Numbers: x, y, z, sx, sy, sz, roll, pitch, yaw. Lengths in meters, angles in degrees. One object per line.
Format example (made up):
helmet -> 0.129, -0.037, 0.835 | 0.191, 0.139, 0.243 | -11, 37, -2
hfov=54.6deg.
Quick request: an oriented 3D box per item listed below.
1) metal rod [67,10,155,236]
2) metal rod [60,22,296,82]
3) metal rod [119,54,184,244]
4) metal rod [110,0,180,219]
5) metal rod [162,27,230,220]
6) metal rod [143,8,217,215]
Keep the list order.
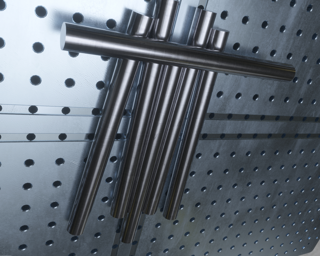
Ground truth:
metal rod -> -0.067, 0.011, 0.379 | 0.025, 0.025, 0.298 | 7, 115, -32
metal rod -> 0.044, -0.079, 0.353 | 0.302, 0.025, 0.025 | 2, 118, -29
metal rod -> -0.017, 0.042, 0.427 | 0.025, 0.025, 0.298 | 1, 118, -29
metal rod -> -0.026, -0.007, 0.392 | 0.025, 0.025, 0.298 | 1, 118, -29
metal rod -> 0.044, 0.011, 0.442 | 0.025, 0.025, 0.298 | -2, 120, -27
metal rod -> 0.018, -0.005, 0.419 | 0.025, 0.025, 0.298 | 1, 118, -29
